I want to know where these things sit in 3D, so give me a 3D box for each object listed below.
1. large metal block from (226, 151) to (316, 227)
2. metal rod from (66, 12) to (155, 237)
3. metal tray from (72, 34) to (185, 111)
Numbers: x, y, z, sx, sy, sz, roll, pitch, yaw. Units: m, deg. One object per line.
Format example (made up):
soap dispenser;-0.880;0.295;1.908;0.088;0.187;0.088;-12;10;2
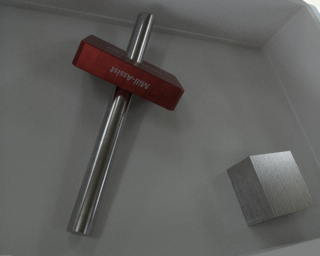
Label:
large metal block;0.150;0.081;0.424;0.081;0.050;0.080;-3;63;-30
metal rod;-0.049;-0.026;0.371;0.025;0.025;0.300;22;61;-16
metal tray;-0.038;-0.073;0.397;0.131;0.030;0.090;24;17;-14
